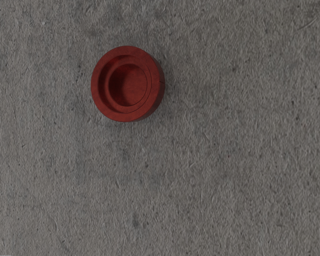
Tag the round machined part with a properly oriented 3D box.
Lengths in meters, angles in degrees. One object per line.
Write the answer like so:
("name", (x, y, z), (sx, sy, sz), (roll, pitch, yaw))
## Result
("round machined part", (-0.039, -0.056, 0.414), (0.098, 0.042, 0.097), (0, 90, 20))
